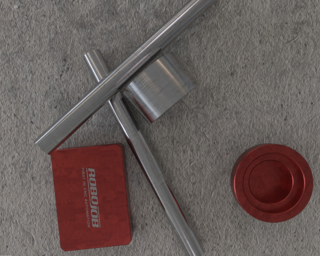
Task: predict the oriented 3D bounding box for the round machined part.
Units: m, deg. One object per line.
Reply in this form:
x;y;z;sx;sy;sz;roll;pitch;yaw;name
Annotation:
0.140;0.068;0.403;0.099;0.042;0.097;0;90;0;round machined part

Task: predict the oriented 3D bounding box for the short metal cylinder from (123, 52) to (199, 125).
0.002;-0.048;0.383;0.080;0.080;0.050;-40;90;0;short metal cylinder

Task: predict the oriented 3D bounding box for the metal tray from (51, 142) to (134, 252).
-0.087;0.088;0.407;0.091;0.030;0.129;-6;90;0;metal tray

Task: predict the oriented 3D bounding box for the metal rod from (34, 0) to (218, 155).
-0.033;-0.080;0.389;0.300;0.025;0.025;-44;90;-8;metal rod

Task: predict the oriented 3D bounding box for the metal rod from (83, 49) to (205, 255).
-0.021;0.035;0.409;0.025;0.025;0.299;-28;90;0;metal rod
